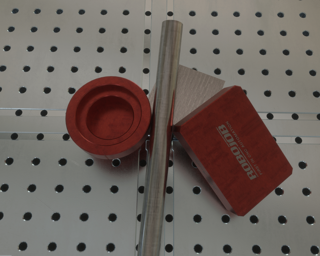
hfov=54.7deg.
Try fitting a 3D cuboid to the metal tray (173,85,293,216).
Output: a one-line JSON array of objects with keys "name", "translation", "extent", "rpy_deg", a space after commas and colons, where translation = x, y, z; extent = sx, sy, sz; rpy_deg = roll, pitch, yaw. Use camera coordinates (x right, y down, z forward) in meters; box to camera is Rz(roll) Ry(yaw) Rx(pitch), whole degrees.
[{"name": "metal tray", "translation": [0.088, 0.027, 0.369], "extent": [0.090, 0.030, 0.130], "rpy_deg": [-37, 99, -12]}]

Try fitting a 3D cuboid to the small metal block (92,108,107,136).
[{"name": "small metal block", "translation": [-0.073, -0.011, 0.412], "extent": [0.050, 0.025, 0.050], "rpy_deg": [-21, 72, -8]}]

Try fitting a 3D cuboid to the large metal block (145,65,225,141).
[{"name": "large metal block", "translation": [0.030, -0.031, 0.407], "extent": [0.080, 0.050, 0.080], "rpy_deg": [22, 71, 7]}]

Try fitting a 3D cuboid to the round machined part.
[{"name": "round machined part", "translation": [-0.058, -0.009, 0.373], "extent": [0.099, 0.042, 0.098], "rpy_deg": [-1, 71, 3]}]

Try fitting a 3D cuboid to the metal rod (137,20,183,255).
[{"name": "metal rod", "translation": [-0.001, 0.025, 0.356], "extent": [0.025, 0.025, 0.298], "rpy_deg": [6, 86, 2]}]
